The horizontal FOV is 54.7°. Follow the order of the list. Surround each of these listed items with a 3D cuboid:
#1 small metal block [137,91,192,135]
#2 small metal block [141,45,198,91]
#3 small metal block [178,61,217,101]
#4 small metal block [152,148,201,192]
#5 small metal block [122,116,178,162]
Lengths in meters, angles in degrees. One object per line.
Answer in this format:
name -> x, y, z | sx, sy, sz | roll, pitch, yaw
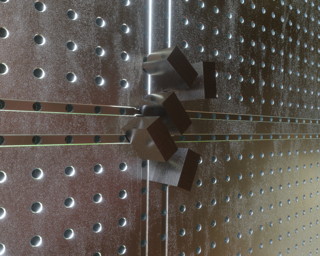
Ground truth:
small metal block -> 0.006, -0.018, 0.400 | 0.025, 0.050, 0.050 | -48, 119, -29
small metal block -> 0.013, -0.076, 0.406 | 0.050, 0.050, 0.025 | 46, 62, -31
small metal block -> 0.052, -0.065, 0.438 | 0.025, 0.050, 0.050 | -7, 95, -40
small metal block -> 0.021, 0.054, 0.413 | 0.025, 0.050, 0.050 | 29, 72, -37
small metal block -> -0.013, 0.013, 0.384 | 0.025, 0.050, 0.050 | -44, 117, -31
